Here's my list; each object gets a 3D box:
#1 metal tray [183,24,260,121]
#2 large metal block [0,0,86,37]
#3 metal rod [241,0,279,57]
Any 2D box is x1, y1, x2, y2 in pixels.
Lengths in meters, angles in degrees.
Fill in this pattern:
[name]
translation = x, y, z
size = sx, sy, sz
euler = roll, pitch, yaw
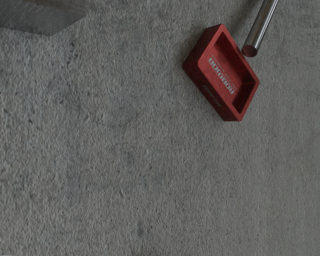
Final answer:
[metal tray]
translation = 0.100, -0.083, 0.484
size = 0.130, 0.030, 0.090
euler = 46, 63, -30
[large metal block]
translation = -0.120, -0.120, 0.268
size = 0.081, 0.080, 0.050
euler = -1, 91, -40
[metal rod]
translation = 0.204, -0.236, 0.556
size = 0.025, 0.025, 0.300
euler = 47, 57, -30
